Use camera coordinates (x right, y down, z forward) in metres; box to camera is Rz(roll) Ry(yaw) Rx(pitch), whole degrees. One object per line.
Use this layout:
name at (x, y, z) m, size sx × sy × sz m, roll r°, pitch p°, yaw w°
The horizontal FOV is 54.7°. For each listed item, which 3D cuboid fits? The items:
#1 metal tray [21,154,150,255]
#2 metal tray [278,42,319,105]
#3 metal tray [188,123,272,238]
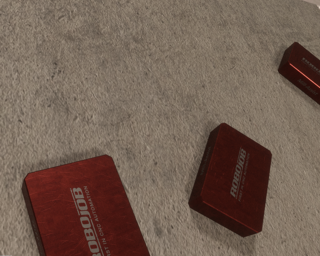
metal tray at (-0.071, 0.098, 0.303) m, size 0.091 × 0.030 × 0.130 m, roll -12°, pitch 68°, yaw -33°
metal tray at (0.311, -0.110, 0.639) m, size 0.130 × 0.030 × 0.090 m, roll 37°, pitch 51°, yaw -4°
metal tray at (0.099, 0.066, 0.416) m, size 0.090 × 0.030 × 0.130 m, roll 31°, pitch 51°, yaw -9°
